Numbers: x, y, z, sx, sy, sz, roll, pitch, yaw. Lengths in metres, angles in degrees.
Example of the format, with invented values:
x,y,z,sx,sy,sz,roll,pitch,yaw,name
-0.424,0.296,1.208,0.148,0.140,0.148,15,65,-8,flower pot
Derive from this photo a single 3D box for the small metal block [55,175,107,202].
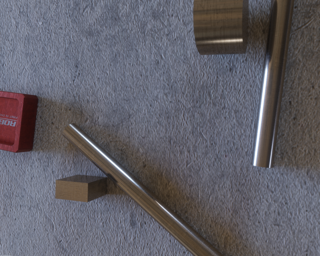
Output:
x,y,z,sx,sy,sz,roll,pitch,yaw,name
-0.109,0.083,0.433,0.050,0.050,0.025,2,91,19,small metal block

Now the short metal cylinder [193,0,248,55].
x,y,z,sx,sy,sz,roll,pitch,yaw,name
0.072,-0.125,0.354,0.050,0.080,0.079,3,91,20,short metal cylinder

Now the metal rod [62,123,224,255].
x,y,z,sx,sy,sz,roll,pitch,yaw,name
-0.020,0.094,0.415,0.300,0.025,0.025,39,102,15,metal rod

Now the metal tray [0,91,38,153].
x,y,z,sx,sy,sz,roll,pitch,yaw,name
-0.262,-0.015,0.496,0.130,0.030,0.089,8,93,19,metal tray

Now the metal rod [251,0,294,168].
x,y,z,sx,sy,sz,roll,pitch,yaw,name
0.137,-0.103,0.360,0.025,0.025,0.298,7,92,19,metal rod
